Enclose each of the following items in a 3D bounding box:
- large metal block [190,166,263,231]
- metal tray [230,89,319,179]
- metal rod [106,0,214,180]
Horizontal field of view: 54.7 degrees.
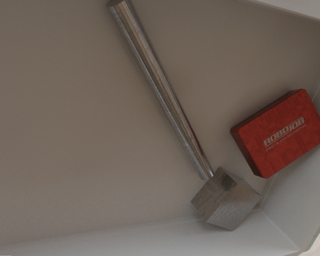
[{"bbox_3d":[0.115,0.123,0.534,0.080,0.050,0.080,30,102,-38],"label":"large metal block"},{"bbox_3d":[0.188,0.008,0.487,0.131,0.030,0.090,-31,96,-9],"label":"metal tray"},{"bbox_3d":[0.016,-0.027,0.402,0.025,0.025,0.299,-35,129,-6],"label":"metal rod"}]
